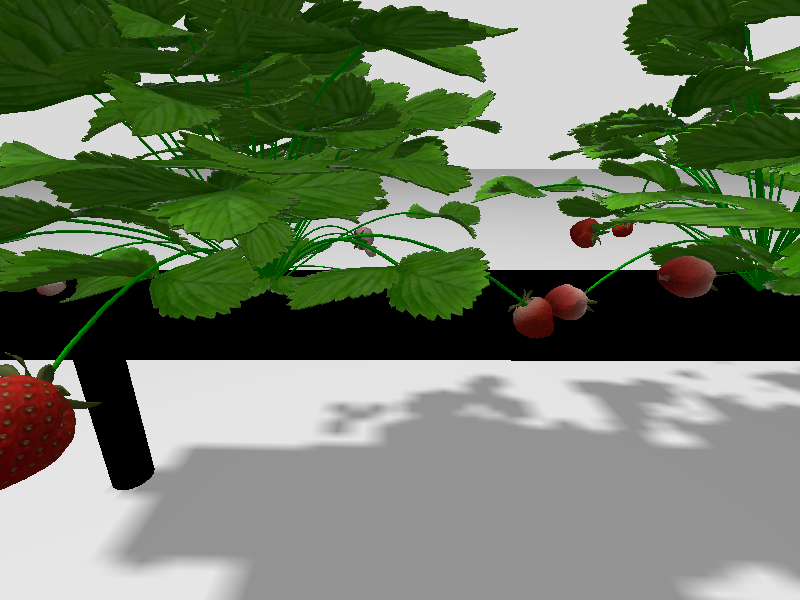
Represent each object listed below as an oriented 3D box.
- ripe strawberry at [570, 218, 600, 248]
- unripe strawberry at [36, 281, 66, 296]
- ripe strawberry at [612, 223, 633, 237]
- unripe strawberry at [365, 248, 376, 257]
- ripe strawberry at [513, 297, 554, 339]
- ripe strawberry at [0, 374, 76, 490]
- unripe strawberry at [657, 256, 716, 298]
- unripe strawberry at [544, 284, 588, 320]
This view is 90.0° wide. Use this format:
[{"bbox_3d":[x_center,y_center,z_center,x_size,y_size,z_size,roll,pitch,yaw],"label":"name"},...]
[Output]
[{"bbox_3d":[0.245,-0.090,0.533,0.034,0.039,0.037,-9,20,-23],"label":"ripe strawberry"},{"bbox_3d":[-0.307,-0.013,0.351,0.022,0.019,0.022,-33,19,7],"label":"unripe strawberry"},{"bbox_3d":[0.332,-0.106,0.600,0.030,0.025,0.030,0,-27,0],"label":"ripe strawberry"},{"bbox_3d":[-0.035,-0.058,0.486,0.014,0.013,0.013,13,41,32],"label":"unripe strawberry"},{"bbox_3d":[0.093,0.013,0.274,0.028,0.028,0.026,-41,-2,31],"label":"ripe strawberry"},{"bbox_3d":[-0.148,0.050,0.140,0.050,0.045,0.045,2,31,6],"label":"ripe strawberry"},{"bbox_3d":[0.242,-0.019,0.343,0.037,0.037,0.041,-5,21,-13],"label":"unripe strawberry"},{"bbox_3d":[0.121,0.003,0.296,0.028,0.027,0.030,-13,23,-16],"label":"unripe strawberry"}]
